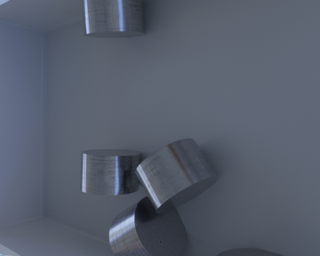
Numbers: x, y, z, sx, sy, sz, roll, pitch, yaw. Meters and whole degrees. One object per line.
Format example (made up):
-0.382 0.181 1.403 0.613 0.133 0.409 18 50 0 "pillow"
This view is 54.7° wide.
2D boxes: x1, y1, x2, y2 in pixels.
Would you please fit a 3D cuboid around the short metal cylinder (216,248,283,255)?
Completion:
0.092 0.155 0.295 0.080 0.081 0.050 2 91 40 "short metal cylinder"

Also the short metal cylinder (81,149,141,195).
-0.068 0.058 0.427 0.080 0.081 0.050 3 92 40 "short metal cylinder"

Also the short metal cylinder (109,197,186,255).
-0.015 0.131 0.383 0.050 0.081 0.080 -39 66 33 "short metal cylinder"

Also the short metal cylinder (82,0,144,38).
-0.063 -0.152 0.418 0.080 0.081 0.050 7 104 40 "short metal cylinder"

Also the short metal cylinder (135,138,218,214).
0.019 0.056 0.355 0.080 0.081 0.050 -45 63 30 "short metal cylinder"
